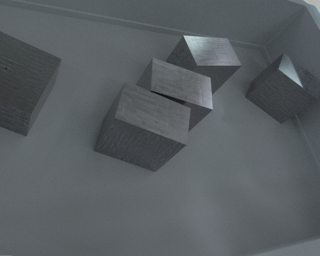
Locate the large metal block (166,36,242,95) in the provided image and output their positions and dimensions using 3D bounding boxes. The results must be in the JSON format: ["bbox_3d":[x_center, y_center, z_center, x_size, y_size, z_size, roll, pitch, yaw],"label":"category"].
[{"bbox_3d":[0.057,-0.087,0.456,0.081,0.080,0.050,-7,66,-32],"label":"large metal block"}]

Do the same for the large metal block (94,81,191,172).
[{"bbox_3d":[-0.021,0.002,0.359,0.080,0.080,0.050,21,54,-16],"label":"large metal block"}]

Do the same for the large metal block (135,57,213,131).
[{"bbox_3d":[0.010,-0.034,0.398,0.081,0.080,0.050,15,56,-20],"label":"large metal block"}]

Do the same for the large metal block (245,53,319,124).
[{"bbox_3d":[0.208,-0.065,0.525,0.080,0.080,0.050,36,51,-5],"label":"large metal block"}]

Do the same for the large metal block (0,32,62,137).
[{"bbox_3d":[-0.163,-0.049,0.332,0.080,0.050,0.080,23,53,-15],"label":"large metal block"}]
